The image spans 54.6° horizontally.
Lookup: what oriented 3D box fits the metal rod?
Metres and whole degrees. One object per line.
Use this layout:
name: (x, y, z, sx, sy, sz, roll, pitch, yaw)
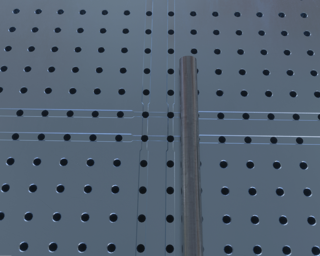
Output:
metal rod: (0.039, 0.043, 0.396, 0.025, 0.025, 0.299, 1, 70, 0)
